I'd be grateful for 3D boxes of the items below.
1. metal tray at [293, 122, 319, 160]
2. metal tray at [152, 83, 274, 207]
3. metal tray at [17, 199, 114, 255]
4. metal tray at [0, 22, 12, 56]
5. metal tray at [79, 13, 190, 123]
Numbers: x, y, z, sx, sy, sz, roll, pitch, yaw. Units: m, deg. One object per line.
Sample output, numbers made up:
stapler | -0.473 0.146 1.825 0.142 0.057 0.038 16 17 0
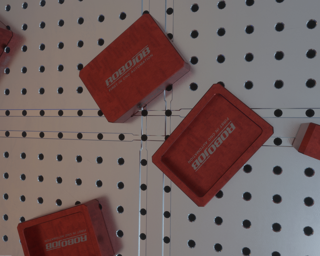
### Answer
metal tray | 0.205 0.031 0.306 0.130 0.090 0.030 22 98 18
metal tray | 0.064 0.021 0.386 0.090 0.030 0.130 43 103 14
metal tray | -0.141 0.167 0.458 0.130 0.030 0.090 -20 83 18
metal tray | -0.316 -0.133 0.518 0.090 0.030 0.130 41 102 15
metal tray | -0.037 -0.078 0.422 0.130 0.030 0.090 -37 79 16
